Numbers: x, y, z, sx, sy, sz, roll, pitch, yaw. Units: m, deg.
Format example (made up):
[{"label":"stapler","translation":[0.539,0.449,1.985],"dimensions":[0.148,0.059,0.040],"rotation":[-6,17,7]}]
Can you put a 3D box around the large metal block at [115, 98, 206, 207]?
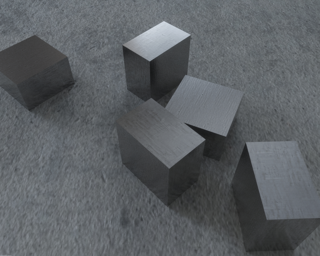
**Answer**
[{"label":"large metal block","translation":[-0.001,0.027,0.345],"dimensions":[0.050,0.080,0.080],"rotation":[-36,59,-26]}]

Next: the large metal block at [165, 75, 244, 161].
[{"label":"large metal block","translation":[0.054,-0.015,0.400],"dimensions":[0.080,0.050,0.080],"rotation":[19,53,15]}]

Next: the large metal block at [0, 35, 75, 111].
[{"label":"large metal block","translation":[-0.188,-0.083,0.454],"dimensions":[0.080,0.050,0.080],"rotation":[35,58,25]}]

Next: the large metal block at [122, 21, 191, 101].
[{"label":"large metal block","translation":[-0.004,-0.093,0.446],"dimensions":[0.050,0.080,0.080],"rotation":[36,58,26]}]

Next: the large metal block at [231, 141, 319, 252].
[{"label":"large metal block","translation":[0.111,0.069,0.311],"dimensions":[0.050,0.080,0.080],"rotation":[-1,50,-2]}]
